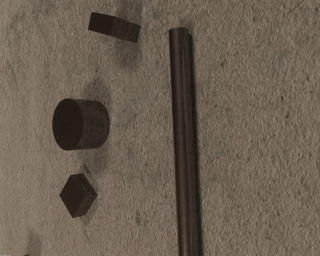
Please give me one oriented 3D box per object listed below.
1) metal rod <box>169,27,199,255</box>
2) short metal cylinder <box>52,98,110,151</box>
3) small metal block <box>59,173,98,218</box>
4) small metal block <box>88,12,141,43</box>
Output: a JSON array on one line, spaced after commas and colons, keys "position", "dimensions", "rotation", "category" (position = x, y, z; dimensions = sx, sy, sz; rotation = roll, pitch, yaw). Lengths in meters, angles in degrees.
[{"position": [0.030, 0.028, 0.378], "dimensions": [0.025, 0.025, 0.298], "rotation": [-4, 87, 39], "category": "metal rod"}, {"position": [-0.125, -0.005, 0.489], "dimensions": [0.080, 0.050, 0.079], "rotation": [0, 90, 39], "category": "short metal cylinder"}, {"position": [-0.136, 0.112, 0.514], "dimensions": [0.050, 0.025, 0.050], "rotation": [48, 118, 29], "category": "small metal block"}, {"position": [-0.065, -0.142, 0.440], "dimensions": [0.050, 0.050, 0.025], "rotation": [25, 106, 37], "category": "small metal block"}]
